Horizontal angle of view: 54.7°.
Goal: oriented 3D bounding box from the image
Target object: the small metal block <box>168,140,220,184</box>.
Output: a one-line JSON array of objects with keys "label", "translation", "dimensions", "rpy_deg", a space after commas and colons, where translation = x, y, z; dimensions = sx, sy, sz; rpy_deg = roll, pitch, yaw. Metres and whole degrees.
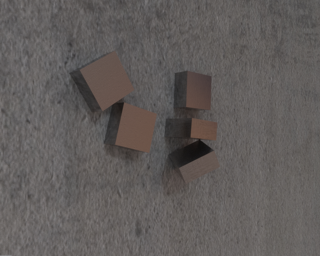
[{"label": "small metal block", "translation": [0.045, 0.044, 0.417], "dimensions": [0.050, 0.050, 0.025], "rpy_deg": [-25, 109, -7]}]

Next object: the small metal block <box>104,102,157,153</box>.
[{"label": "small metal block", "translation": [-0.035, 0.000, 0.377], "dimensions": [0.050, 0.025, 0.050], "rpy_deg": [18, 79, -39]}]

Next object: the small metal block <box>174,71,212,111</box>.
[{"label": "small metal block", "translation": [0.048, -0.052, 0.447], "dimensions": [0.050, 0.025, 0.050], "rpy_deg": [3, 88, -40]}]

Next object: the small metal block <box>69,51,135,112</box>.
[{"label": "small metal block", "translation": [-0.065, -0.053, 0.352], "dimensions": [0.050, 0.025, 0.050], "rpy_deg": [-40, 115, -33]}]

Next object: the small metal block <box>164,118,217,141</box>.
[{"label": "small metal block", "translation": [0.042, 0.002, 0.426], "dimensions": [0.050, 0.050, 0.025], "rpy_deg": [8, 85, -40]}]
